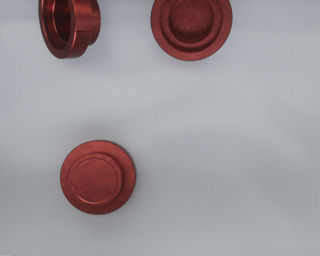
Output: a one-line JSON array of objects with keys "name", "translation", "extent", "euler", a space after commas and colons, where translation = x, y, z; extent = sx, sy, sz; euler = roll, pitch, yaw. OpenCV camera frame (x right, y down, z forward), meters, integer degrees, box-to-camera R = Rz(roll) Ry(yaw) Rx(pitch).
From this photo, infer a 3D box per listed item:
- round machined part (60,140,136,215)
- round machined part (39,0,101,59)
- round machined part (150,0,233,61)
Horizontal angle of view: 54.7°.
[{"name": "round machined part", "translation": [-0.081, 0.065, 0.402], "extent": [0.099, 0.042, 0.097], "euler": [0, 90, -1]}, {"name": "round machined part", "translation": [-0.109, -0.136, 0.383], "extent": [0.042, 0.098, 0.097], "euler": [-15, 91, -41]}, {"name": "round machined part", "translation": [0.039, -0.137, 0.392], "extent": [0.099, 0.042, 0.097], "euler": [2, 114, 5]}]
